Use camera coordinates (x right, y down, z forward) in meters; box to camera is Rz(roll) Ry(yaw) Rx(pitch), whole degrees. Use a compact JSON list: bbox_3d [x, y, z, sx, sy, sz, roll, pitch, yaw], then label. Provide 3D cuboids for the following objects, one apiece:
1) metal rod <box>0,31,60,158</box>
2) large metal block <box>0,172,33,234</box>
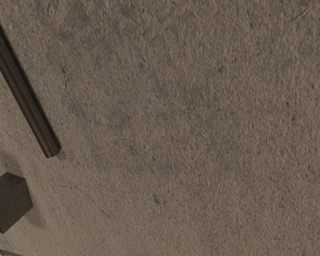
[{"bbox_3d":[-0.227,-0.086,0.470,0.025,0.025,0.298,-5,116,30],"label":"metal rod"},{"bbox_3d":[-0.313,0.149,0.625,0.050,0.080,0.079,14,124,20],"label":"large metal block"}]
